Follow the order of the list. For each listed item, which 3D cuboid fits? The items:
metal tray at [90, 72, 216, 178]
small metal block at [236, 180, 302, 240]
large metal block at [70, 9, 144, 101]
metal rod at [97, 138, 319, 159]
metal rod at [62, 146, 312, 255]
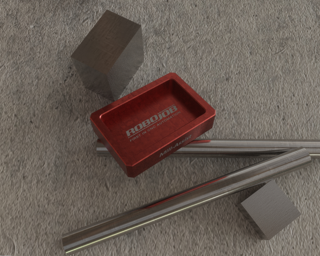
[{"bbox_3d":[-0.008,-0.009,0.388,0.131,0.030,0.090,-31,61,-21],"label":"metal tray"},{"bbox_3d":[0.130,0.099,0.374,0.050,0.025,0.050,-33,74,-12],"label":"small metal block"},{"bbox_3d":[-0.065,-0.092,0.412,0.050,0.080,0.080,28,72,9],"label":"large metal block"},{"bbox_3d":[0.072,0.026,0.399,0.302,0.025,0.025,0,70,-1],"label":"metal rod"},{"bbox_3d":[0.034,0.084,0.367,0.302,0.025,0.025,-20,71,-3],"label":"metal rod"}]
